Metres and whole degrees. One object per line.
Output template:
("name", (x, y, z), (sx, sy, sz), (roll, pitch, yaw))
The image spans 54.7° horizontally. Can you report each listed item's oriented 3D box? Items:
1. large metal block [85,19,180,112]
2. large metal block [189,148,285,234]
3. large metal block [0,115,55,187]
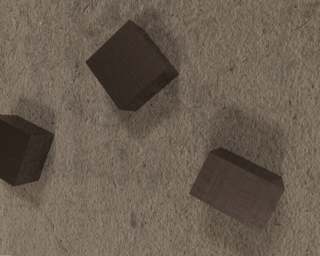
("large metal block", (-0.036, -0.079, 0.407), (0.080, 0.050, 0.080), (-39, 78, 15))
("large metal block", (0.088, 0.064, 0.348), (0.080, 0.080, 0.050), (27, 99, 17))
("large metal block", (-0.220, 0.031, 0.471), (0.080, 0.050, 0.080), (24, 98, 18))
